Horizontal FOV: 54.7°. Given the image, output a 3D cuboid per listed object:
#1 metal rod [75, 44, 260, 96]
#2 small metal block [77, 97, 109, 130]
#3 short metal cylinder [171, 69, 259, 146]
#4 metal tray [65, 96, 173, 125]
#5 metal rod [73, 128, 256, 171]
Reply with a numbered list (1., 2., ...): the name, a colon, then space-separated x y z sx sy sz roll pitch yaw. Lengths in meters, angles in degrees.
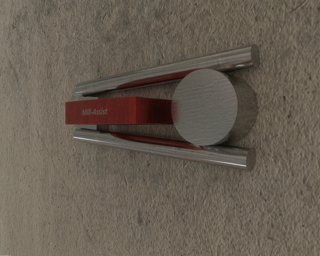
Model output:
1. metal rod: -0.015 -0.069 0.419 0.300 0.025 0.025 -3 88 40
2. small metal block: -0.106 -0.024 0.495 0.050 0.025 0.050 6 94 40
3. short metal cylinder: 0.060 -0.022 0.340 0.080 0.050 0.079 0 90 40
4. metal tray: -0.049 -0.019 0.403 0.130 0.091 0.030 0 90 40
5. metal rod: -0.019 0.022 0.422 0.300 0.025 0.025 6 94 39
